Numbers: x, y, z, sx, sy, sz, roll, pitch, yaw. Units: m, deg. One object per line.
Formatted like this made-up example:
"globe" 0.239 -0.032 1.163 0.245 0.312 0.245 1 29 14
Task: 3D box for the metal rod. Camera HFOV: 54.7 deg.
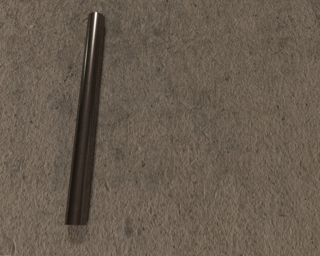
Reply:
"metal rod" -0.098 -0.026 0.416 0.025 0.025 0.299 1 70 0
